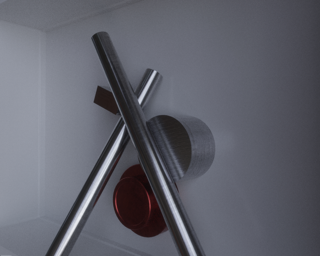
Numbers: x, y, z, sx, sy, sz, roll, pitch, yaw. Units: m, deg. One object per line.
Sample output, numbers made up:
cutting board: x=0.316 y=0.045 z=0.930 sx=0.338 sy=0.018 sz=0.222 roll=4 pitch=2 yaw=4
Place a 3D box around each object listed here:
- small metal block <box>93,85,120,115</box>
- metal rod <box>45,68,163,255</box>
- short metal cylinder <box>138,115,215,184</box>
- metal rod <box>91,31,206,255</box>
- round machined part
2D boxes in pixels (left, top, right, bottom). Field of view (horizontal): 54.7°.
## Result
small metal block: x=-0.055 y=-0.038 z=0.434 sx=0.050 sy=0.050 sz=0.025 roll=28 pitch=108 yaw=36
metal rod: x=-0.075 y=0.058 z=0.386 sx=0.025 sy=0.025 sz=0.299 roll=19 pitch=76 yaw=38
short metal cylinder: x=0.019 y=0.025 z=0.373 sx=0.080 sy=0.050 sz=0.079 roll=0 pitch=90 yaw=39
metal rod: x=-0.020 y=0.012 z=0.356 sx=0.025 sy=0.025 sz=0.299 roll=-37 pitch=67 yaw=33
round machined part: x=-0.025 y=0.097 z=0.414 sx=0.098 sy=0.042 sz=0.097 roll=0 pitch=90 yaw=39
